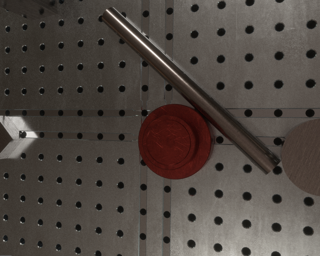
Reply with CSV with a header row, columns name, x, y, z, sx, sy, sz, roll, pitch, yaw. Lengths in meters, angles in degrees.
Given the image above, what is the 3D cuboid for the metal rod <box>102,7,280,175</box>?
name,x,y,z,sx,sy,sz,roll,pitch,yaw
metal rod,0.031,-0.056,0.401,0.300,0.025,0.025,45,104,14

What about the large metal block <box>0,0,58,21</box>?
name,x,y,z,sx,sy,sz,roll,pitch,yaw
large metal block,-0.199,-0.214,0.452,0.050,0.080,0.080,-6,88,20

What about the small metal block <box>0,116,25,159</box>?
name,x,y,z,sx,sy,sz,roll,pitch,yaw
small metal block,-0.257,0.015,0.501,0.050,0.025,0.050,-44,77,14

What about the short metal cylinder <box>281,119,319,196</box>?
name,x,y,z,sx,sy,sz,roll,pitch,yaw
short metal cylinder,0.175,0.030,0.338,0.080,0.050,0.079,0,90,20

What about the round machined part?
name,x,y,z,sx,sy,sz,roll,pitch,yaw
round machined part,0.017,0.018,0.397,0.098,0.042,0.097,0,90,19
